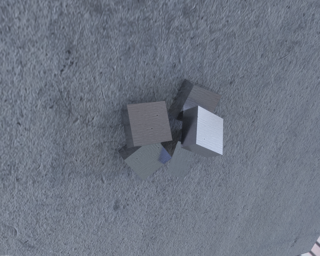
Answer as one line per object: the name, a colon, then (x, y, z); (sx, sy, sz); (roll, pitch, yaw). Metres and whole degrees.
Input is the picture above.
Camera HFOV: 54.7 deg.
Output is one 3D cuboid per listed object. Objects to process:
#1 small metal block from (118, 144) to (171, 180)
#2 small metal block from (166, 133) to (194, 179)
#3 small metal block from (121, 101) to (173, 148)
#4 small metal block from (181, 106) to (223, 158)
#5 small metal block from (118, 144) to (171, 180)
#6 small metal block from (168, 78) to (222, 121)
small metal block: (-0.020, 0.035, 0.421); (0.050, 0.025, 0.050); (-39, 129, -3)
small metal block: (0.033, 0.035, 0.430); (0.025, 0.050, 0.050); (20, 112, 4)
small metal block: (-0.017, -0.004, 0.382); (0.050, 0.025, 0.050); (-8, 84, -25)
small metal block: (0.054, 0.006, 0.394); (0.050, 0.025, 0.050); (23, 62, -37)
small metal block: (-0.020, 0.035, 0.421); (0.050, 0.025, 0.050); (-38, 130, -3)
small metal block: (0.046, -0.033, 0.415); (0.050, 0.025, 0.050); (15, 111, -35)
